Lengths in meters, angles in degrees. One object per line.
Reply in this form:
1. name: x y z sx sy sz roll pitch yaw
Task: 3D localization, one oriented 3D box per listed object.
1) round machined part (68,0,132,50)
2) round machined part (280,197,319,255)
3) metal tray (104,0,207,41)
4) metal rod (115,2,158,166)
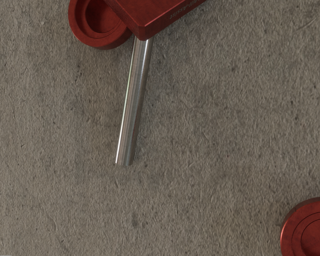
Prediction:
1. round machined part: -0.072 -0.156 0.425 0.098 0.042 0.097 0 90 20
2. round machined part: 0.183 0.123 0.336 0.098 0.042 0.097 0 90 20
3. metal tray: 0.002 -0.176 0.376 0.130 0.030 0.090 -37 77 -12
4. metal rod: -0.023 -0.095 0.391 0.025 0.025 0.298 16 105 19
